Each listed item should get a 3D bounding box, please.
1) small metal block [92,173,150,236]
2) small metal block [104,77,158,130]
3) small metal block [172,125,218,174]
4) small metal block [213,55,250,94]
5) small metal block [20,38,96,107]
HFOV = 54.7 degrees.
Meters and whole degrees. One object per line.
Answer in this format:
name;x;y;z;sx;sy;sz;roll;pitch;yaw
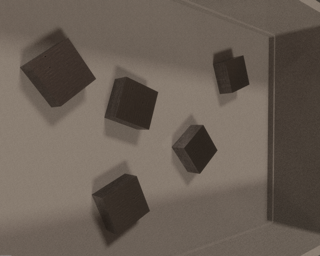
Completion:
small metal block;-0.046;0.090;0.370;0.050;0.025;0.050;-30;109;-36
small metal block;-0.034;-0.029;0.380;0.050;0.025;0.050;22;76;-38
small metal block;0.052;0.030;0.452;0.050;0.025;0.050;-47;119;-30
small metal block;0.118;-0.088;0.508;0.050;0.025;0.050;-26;107;-37
small metal block;-0.104;-0.057;0.321;0.050;0.025;0.050;-47;118;-30
